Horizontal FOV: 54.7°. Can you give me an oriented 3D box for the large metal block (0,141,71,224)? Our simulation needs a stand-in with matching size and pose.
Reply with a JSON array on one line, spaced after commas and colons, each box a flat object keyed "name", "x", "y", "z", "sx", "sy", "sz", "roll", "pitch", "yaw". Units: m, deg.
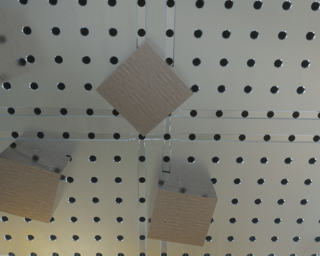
[{"name": "large metal block", "x": -0.177, "y": 0.074, "z": 0.425, "sx": 0.080, "sy": 0.050, "sz": 0.079, "roll": 17, "pitch": 109, "yaw": -7}]

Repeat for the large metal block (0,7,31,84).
[{"name": "large metal block", "x": -0.202, "y": -0.088, "z": 0.349, "sx": 0.050, "sy": 0.080, "sz": 0.080, "roll": -17, "pitch": 110, "yaw": 6}]

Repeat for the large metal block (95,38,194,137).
[{"name": "large metal block", "x": -0.018, "y": -0.050, "z": 0.381, "sx": 0.080, "sy": 0.050, "sz": 0.080, "roll": -41, "pitch": 106, "yaw": 13}]

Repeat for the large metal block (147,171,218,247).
[{"name": "large metal block", "x": 0.029, "y": 0.115, "z": 0.443, "sx": 0.081, "sy": 0.050, "sz": 0.079, "roll": 10, "pitch": 110, "yaw": -4}]
